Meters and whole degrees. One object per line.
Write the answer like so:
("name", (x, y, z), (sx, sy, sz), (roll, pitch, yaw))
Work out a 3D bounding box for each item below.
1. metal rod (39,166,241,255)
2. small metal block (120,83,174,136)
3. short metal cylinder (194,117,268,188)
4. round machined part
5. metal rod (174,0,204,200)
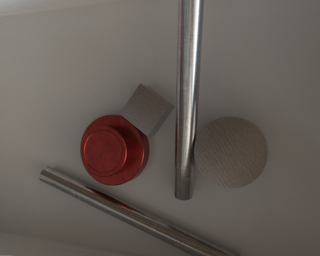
("metal rod", (-0.039, 0.119, 0.423), (0.301, 0.025, 0.025), (20, 97, 18))
("small metal block", (-0.017, -0.024, 0.416), (0.050, 0.025, 0.050), (39, 102, 15))
("short metal cylinder", (0.085, 0.027, 0.367), (0.080, 0.050, 0.079), (0, 90, 19))
("round machined part", (-0.068, 0.031, 0.424), (0.098, 0.042, 0.097), (0, 90, 19))
("metal rod", (0.030, -0.048, 0.336), (0.025, 0.025, 0.298), (10, 117, 19))
